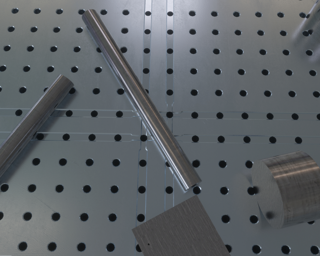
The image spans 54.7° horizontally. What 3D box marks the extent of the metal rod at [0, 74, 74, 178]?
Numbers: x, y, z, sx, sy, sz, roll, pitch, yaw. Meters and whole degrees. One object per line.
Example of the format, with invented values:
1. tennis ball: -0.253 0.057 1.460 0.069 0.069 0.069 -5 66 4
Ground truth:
1. metal rod: -0.210 0.053 0.390 0.025 0.025 0.300 30 73 10

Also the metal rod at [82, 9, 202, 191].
1. metal rod: -0.033 -0.050 0.429 0.025 0.025 0.299 -28 73 -10

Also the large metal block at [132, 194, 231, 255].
1. large metal block: 0.024 0.133 0.350 0.080 0.050 0.080 -26 72 -9

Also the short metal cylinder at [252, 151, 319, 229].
1. short metal cylinder: 0.147 0.071 0.358 0.050 0.080 0.080 -12 71 -4

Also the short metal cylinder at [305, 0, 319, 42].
1. short metal cylinder: 0.269 -0.170 0.463 0.081 0.050 0.080 0 70 0
